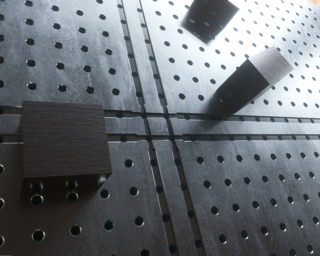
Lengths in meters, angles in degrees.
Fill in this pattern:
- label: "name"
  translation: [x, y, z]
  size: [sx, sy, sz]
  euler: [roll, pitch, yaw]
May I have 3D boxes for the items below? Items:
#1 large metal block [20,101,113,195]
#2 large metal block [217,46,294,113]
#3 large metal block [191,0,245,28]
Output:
- label: "large metal block"
  translation: [-0.101, 0.021, 0.325]
  size: [0.081, 0.050, 0.080]
  euler: [1, 61, -28]
- label: "large metal block"
  translation: [0.154, -0.079, 0.503]
  size: [0.081, 0.080, 0.050]
  euler: [-30, 78, -37]
- label: "large metal block"
  translation: [0.120, -0.258, 0.613]
  size: [0.080, 0.050, 0.080]
  euler: [34, 51, -6]
